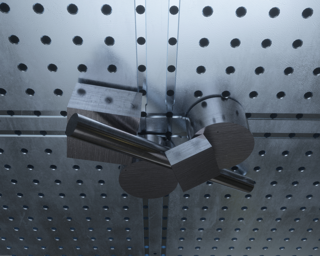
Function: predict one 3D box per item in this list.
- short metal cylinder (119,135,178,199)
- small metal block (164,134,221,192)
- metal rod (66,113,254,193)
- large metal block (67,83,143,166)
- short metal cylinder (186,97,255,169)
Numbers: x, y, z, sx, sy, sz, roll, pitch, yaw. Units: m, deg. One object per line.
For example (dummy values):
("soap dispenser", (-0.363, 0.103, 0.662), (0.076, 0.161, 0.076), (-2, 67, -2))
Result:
("short metal cylinder", (-0.015, 0.055, 0.437), (0.081, 0.050, 0.079), (0, 130, 0))
("small metal block", (0.039, 0.042, 0.368), (0.050, 0.025, 0.050), (-25, 128, -3))
("metal rod", (0.025, 0.043, 0.398), (0.302, 0.025, 0.025), (22, 128, -36))
("large metal block", (-0.069, -0.003, 0.385), (0.081, 0.050, 0.079), (8, 130, -7))
("short metal cylinder", (0.075, 0.008, 0.398), (0.081, 0.050, 0.079), (0, 130, 0))
